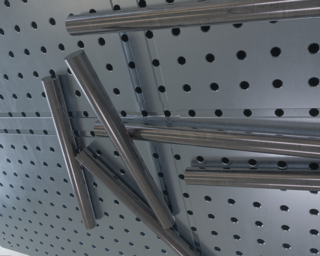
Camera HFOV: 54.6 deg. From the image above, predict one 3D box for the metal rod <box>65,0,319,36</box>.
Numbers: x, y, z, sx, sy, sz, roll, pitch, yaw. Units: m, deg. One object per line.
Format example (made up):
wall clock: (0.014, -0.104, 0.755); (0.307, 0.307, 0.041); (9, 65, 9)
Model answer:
metal rod: (0.025, -0.118, 0.325); (0.300, 0.025, 0.025); (4, 120, 26)

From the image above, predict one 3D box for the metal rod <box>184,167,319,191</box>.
metal rod: (0.170, 0.060, 0.358); (0.300, 0.025, 0.025); (-3, 117, 29)

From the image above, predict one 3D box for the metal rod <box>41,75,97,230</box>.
metal rod: (-0.147, 0.057, 0.524); (0.025, 0.025, 0.298); (9, 122, 24)

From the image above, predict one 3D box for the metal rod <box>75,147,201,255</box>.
metal rod: (-0.021, 0.145, 0.512); (0.300, 0.025, 0.025); (44, 129, -3)

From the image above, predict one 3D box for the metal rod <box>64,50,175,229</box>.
metal rod: (-0.043, 0.034, 0.425); (0.025, 0.025, 0.299); (-5, 125, 31)

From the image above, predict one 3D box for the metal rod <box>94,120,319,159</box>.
metal rod: (0.044, 0.011, 0.394); (0.300, 0.025, 0.025); (4, 121, 26)
